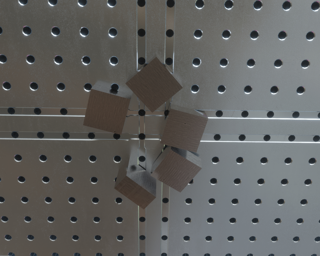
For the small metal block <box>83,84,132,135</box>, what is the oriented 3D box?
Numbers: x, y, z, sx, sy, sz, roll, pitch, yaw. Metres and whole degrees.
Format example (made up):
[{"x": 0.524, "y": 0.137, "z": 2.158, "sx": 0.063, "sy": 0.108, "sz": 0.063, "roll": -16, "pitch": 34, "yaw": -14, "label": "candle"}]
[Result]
[{"x": -0.068, "y": -0.024, "z": 0.404, "sx": 0.050, "sy": 0.025, "sz": 0.050, "roll": 15, "pitch": 109, "yaw": -6, "label": "small metal block"}]

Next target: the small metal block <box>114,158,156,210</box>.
[{"x": -0.032, "y": 0.076, "z": 0.428, "sx": 0.050, "sy": 0.050, "sz": 0.025, "roll": 39, "pitch": 105, "yaw": -14, "label": "small metal block"}]

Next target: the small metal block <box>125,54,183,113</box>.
[{"x": -0.007, "y": -0.056, "z": 0.393, "sx": 0.050, "sy": 0.025, "sz": 0.050, "roll": -39, "pitch": 106, "yaw": 13, "label": "small metal block"}]

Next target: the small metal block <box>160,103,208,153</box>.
[{"x": 0.031, "y": 0.000, "z": 0.414, "sx": 0.050, "sy": 0.025, "sz": 0.050, "roll": 15, "pitch": 109, "yaw": -6, "label": "small metal block"}]

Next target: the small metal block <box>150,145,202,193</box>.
[{"x": 0.022, "y": 0.054, "z": 0.431, "sx": 0.050, "sy": 0.025, "sz": 0.050, "roll": 32, "pitch": 114, "yaw": -12, "label": "small metal block"}]
